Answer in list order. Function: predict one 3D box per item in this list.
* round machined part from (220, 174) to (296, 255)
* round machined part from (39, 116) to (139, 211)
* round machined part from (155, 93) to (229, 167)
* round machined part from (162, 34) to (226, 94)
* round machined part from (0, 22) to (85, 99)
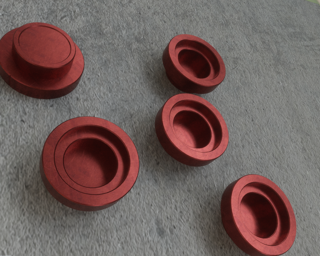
[{"bbox_3d":[0.117,0.111,0.388,0.099,0.042,0.098,14,56,-21],"label":"round machined part"},{"bbox_3d":[-0.075,0.040,0.328,0.099,0.042,0.098,14,56,-21],"label":"round machined part"},{"bbox_3d":[0.038,0.006,0.409,0.099,0.042,0.098,14,56,-21],"label":"round machined part"},{"bbox_3d":[0.048,-0.092,0.475,0.099,0.042,0.098,14,56,-21],"label":"round machined part"},{"bbox_3d":[-0.140,-0.087,0.370,0.099,0.042,0.098,14,56,-21],"label":"round machined part"}]
